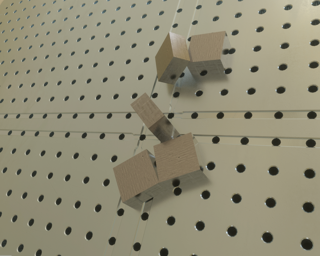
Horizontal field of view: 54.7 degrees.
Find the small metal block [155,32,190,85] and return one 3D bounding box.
[{"bbox_3d":[0.017,-0.099,0.442,0.050,0.025,0.050,127,145,-47],"label":"small metal block"}]

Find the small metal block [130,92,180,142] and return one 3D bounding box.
[{"bbox_3d":[-0.006,-0.011,0.401,0.025,0.050,0.050,-39,51,2],"label":"small metal block"}]

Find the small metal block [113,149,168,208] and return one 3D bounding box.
[{"bbox_3d":[-0.025,0.062,0.382,0.050,0.025,0.050,-30,52,8],"label":"small metal block"}]

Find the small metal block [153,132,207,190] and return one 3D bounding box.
[{"bbox_3d":[0.023,0.040,0.371,0.050,0.025,0.050,-21,54,15],"label":"small metal block"}]

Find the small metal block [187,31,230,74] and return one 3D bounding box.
[{"bbox_3d":[0.068,-0.106,0.437,0.050,0.025,0.050,0,62,28],"label":"small metal block"}]
